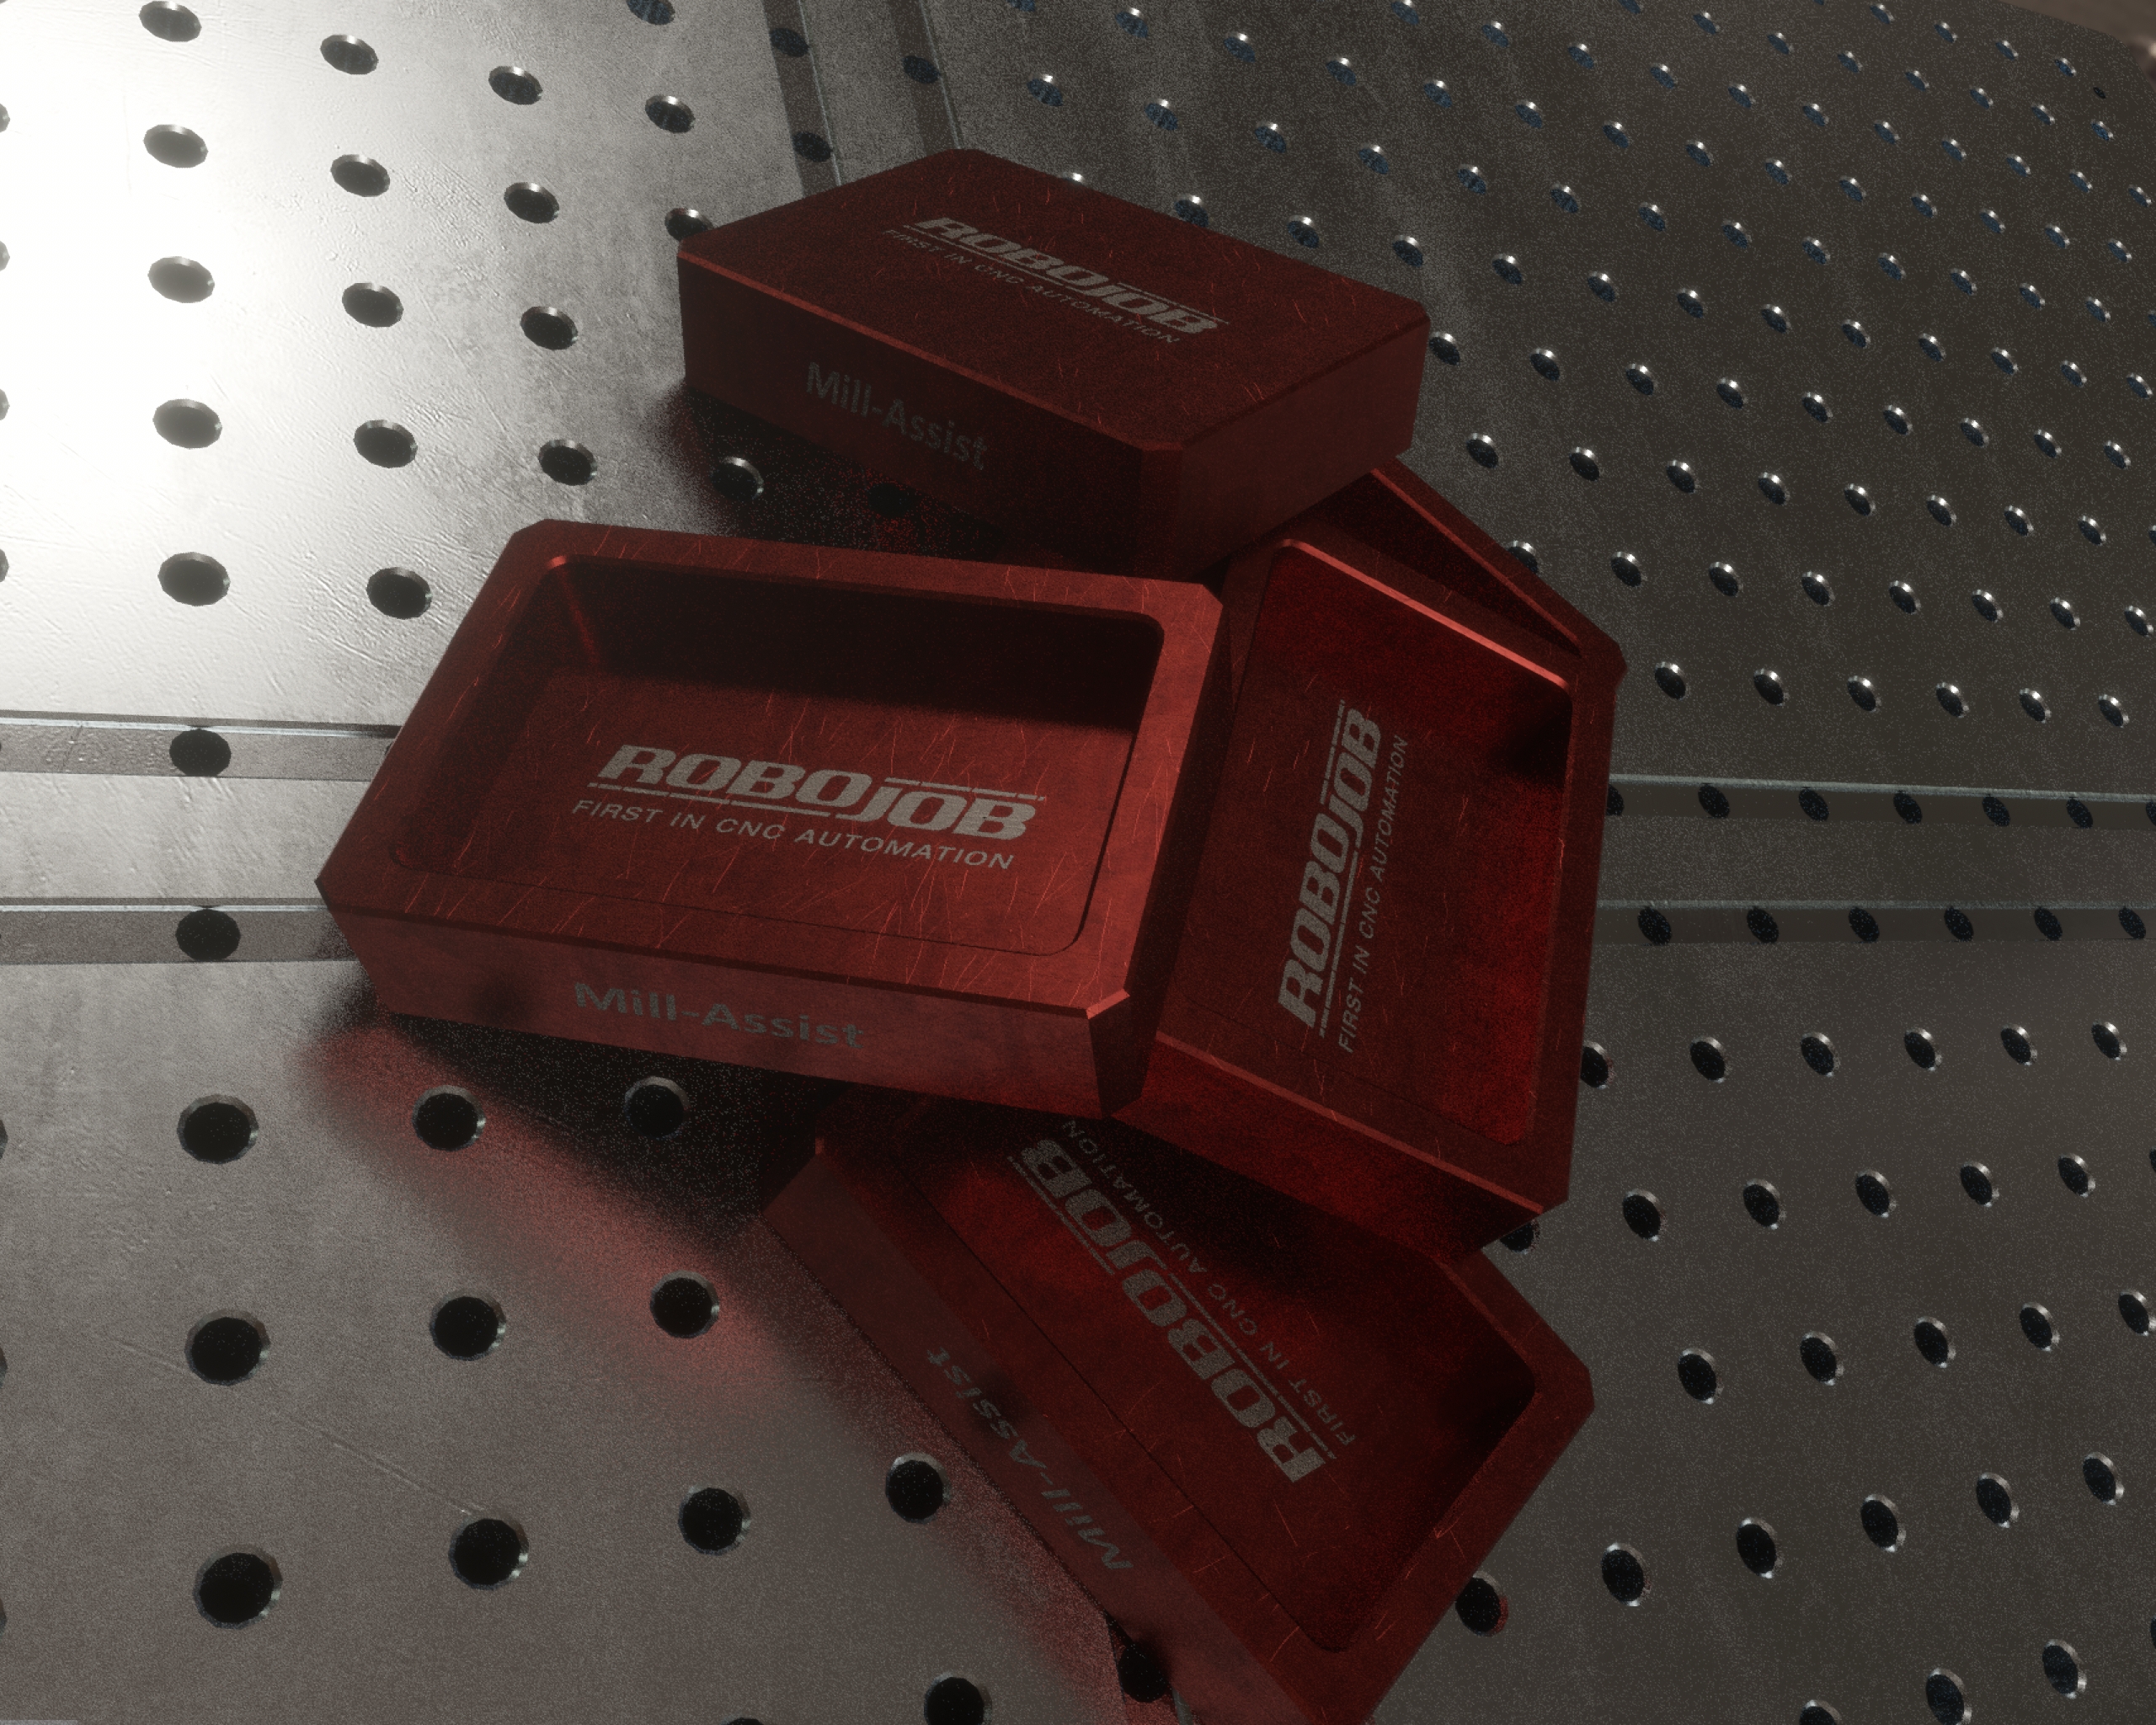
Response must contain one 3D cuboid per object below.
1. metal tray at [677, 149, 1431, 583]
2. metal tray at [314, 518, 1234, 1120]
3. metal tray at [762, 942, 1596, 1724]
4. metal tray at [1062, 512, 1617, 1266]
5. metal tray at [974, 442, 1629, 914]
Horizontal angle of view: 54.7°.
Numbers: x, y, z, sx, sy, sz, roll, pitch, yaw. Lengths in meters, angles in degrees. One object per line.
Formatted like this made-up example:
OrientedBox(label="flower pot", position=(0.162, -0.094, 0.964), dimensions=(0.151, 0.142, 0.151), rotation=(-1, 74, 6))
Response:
OrientedBox(label="metal tray", position=(-0.006, -0.106, 0.429), dimensions=(0.130, 0.030, 0.091), rotation=(29, 44, 29))
OrientedBox(label="metal tray", position=(-0.046, -0.011, 0.349), dimensions=(0.131, 0.030, 0.090), rotation=(7, 53, 11))
OrientedBox(label="metal tray", position=(0.020, 0.077, 0.370), dimensions=(0.130, 0.030, 0.091), rotation=(48, 51, 5))
OrientedBox(label="metal tray", position=(0.052, 0.000, 0.396), dimensions=(0.090, 0.030, 0.130), rotation=(26, 52, -13))
OrientedBox(label="metal tray", position=(0.052, -0.055, 0.468), dimensions=(0.130, 0.030, 0.090), rotation=(40, 51, -2))
